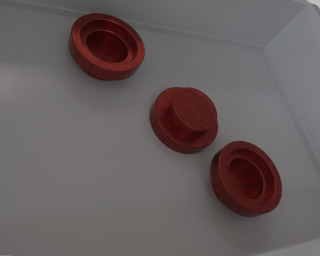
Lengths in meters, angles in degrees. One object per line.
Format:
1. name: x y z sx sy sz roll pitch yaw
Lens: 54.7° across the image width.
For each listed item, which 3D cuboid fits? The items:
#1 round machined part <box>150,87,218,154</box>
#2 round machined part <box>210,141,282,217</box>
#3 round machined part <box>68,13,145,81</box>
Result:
1. round machined part: 0.039 -0.017 0.426 0.099 0.042 0.098 14 56 -21
2. round machined part: 0.108 0.069 0.410 0.099 0.042 0.098 14 56 -21
3. round machined part: -0.073 -0.103 0.418 0.099 0.042 0.098 14 56 -21
